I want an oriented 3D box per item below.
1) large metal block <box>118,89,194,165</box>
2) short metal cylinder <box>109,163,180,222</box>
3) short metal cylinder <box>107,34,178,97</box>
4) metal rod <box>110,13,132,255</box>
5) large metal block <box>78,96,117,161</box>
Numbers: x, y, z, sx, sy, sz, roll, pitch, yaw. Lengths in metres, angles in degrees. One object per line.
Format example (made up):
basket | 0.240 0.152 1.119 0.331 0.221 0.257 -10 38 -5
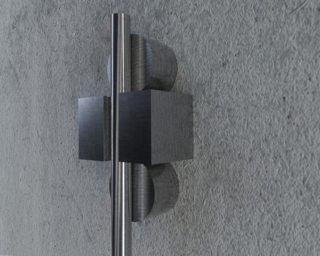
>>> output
large metal block | -0.003 -0.001 0.373 0.050 0.081 0.080 -1 89 40
short metal cylinder | -0.021 0.078 0.408 0.080 0.050 0.080 0 89 40
short metal cylinder | -0.024 -0.078 0.409 0.080 0.050 0.080 0 89 40
metal rod | -0.048 0.012 0.380 0.025 0.025 0.298 -1 89 40
large metal block | -0.062 0.001 0.421 0.050 0.081 0.080 -1 89 40
